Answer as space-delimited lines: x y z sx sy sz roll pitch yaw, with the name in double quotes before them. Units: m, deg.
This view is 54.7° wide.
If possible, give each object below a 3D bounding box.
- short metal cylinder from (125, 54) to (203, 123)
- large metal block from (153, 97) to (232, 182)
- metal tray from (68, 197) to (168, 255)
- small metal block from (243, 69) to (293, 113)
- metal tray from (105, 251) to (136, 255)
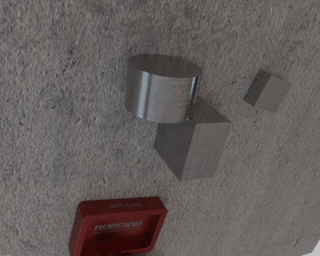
"short metal cylinder" 0.003 -0.046 0.345 0.081 0.080 0.050 -5 121 -26
"large metal block" 0.037 0.010 0.398 0.050 0.080 0.079 -2 120 -28
"metal tray" -0.062 0.150 0.462 0.131 0.030 0.089 4 117 -30
"small metal block" 0.160 -0.054 0.461 0.050 0.025 0.050 12 112 -34
"metal tray" -0.065 0.240 0.493 0.090 0.030 0.130 -36 139 12
